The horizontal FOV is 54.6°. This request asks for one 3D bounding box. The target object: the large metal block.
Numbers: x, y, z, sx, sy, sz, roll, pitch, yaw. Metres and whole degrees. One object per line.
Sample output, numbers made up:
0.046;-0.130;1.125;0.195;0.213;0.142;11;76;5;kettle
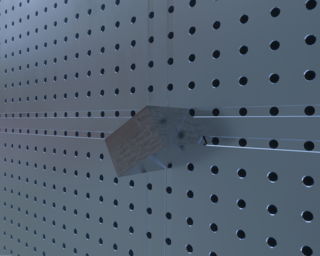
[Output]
-0.006;0.017;0.379;0.080;0.081;0.050;-36;68;34;large metal block
